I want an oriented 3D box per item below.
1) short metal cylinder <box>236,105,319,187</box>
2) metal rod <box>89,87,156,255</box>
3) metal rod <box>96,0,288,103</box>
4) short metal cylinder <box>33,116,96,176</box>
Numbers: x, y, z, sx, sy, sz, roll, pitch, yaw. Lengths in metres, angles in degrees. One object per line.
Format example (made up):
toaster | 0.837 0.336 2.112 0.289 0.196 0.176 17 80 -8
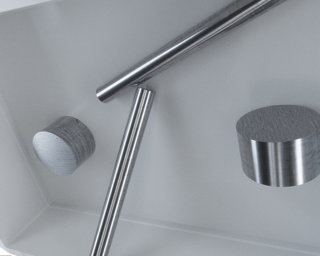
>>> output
short metal cylinder | 0.122 0.016 0.318 0.080 0.080 0.050 -1 118 28
metal rod | -0.059 0.092 0.415 0.025 0.025 0.298 20 100 16
metal rod | 0.035 -0.093 0.331 0.299 0.025 0.025 -23 106 36
short metal cylinder | -0.150 0.028 0.486 0.080 0.050 0.079 13 124 20
